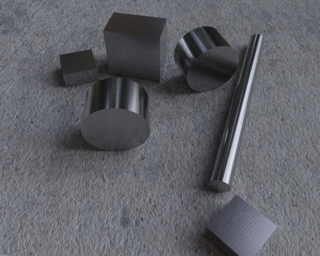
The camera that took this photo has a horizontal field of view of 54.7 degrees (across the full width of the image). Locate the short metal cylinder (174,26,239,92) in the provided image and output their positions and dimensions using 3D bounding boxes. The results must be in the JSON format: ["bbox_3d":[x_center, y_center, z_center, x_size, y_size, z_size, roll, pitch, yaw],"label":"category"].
[{"bbox_3d":[0.067,-0.099,0.452,0.081,0.080,0.050,-15,52,-13],"label":"short metal cylinder"}]

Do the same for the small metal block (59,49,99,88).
[{"bbox_3d":[-0.125,-0.093,0.480,0.050,0.025,0.050,-13,51,-12],"label":"small metal block"}]

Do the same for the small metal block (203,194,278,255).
[{"bbox_3d":[0.081,0.105,0.316,0.050,0.025,0.050,-37,59,-27],"label":"small metal block"}]

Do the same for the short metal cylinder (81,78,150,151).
[{"bbox_3d":[-0.053,-0.015,0.379,0.081,0.080,0.050,-2,50,-2],"label":"short metal cylinder"}]

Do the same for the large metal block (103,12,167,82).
[{"bbox_3d":[-0.034,-0.121,0.469,0.080,0.080,0.050,9,51,7],"label":"large metal block"}]

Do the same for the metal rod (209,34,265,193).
[{"bbox_3d":[0.117,-0.042,0.440,0.025,0.025,0.301,15,51,12],"label":"metal rod"}]
